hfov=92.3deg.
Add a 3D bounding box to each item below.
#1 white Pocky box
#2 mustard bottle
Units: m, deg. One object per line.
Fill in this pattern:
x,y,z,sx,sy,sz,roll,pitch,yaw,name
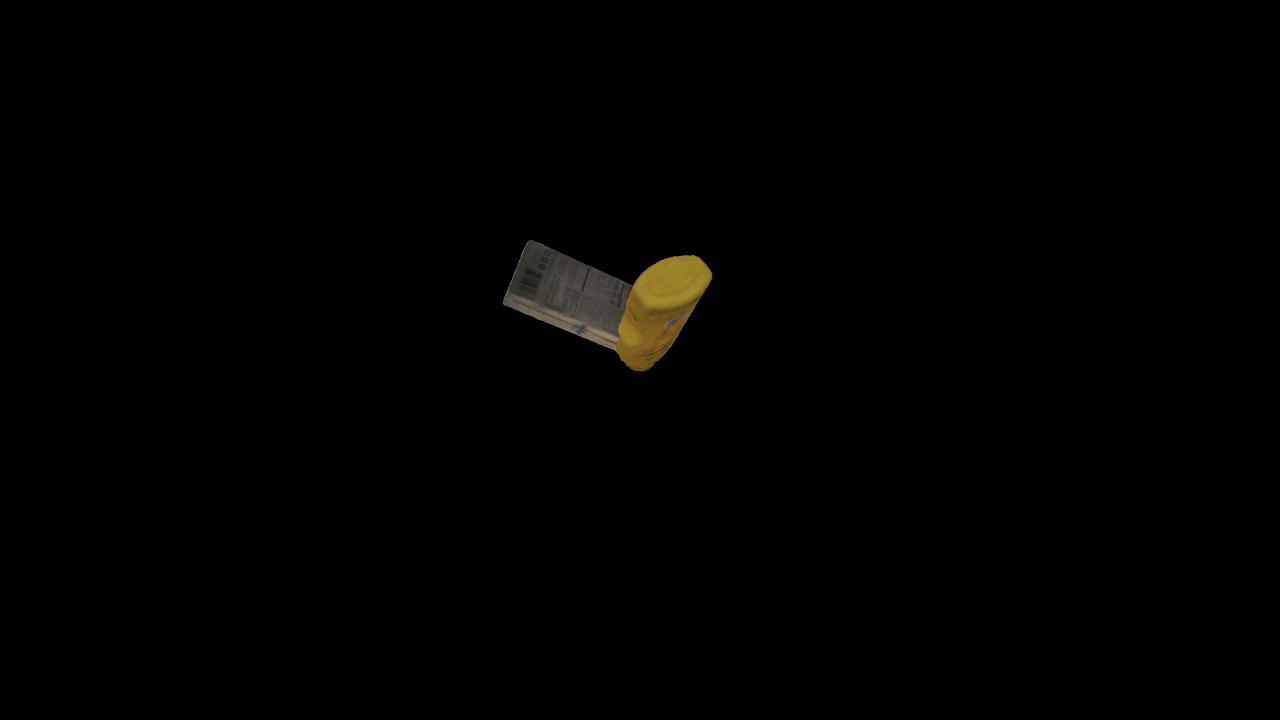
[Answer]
-0.066,-0.068,0.681,0.154,0.084,0.028,23,-39,-13,white Pocky box
0.014,-0.036,0.680,0.092,0.054,0.184,-36,-14,-28,mustard bottle
